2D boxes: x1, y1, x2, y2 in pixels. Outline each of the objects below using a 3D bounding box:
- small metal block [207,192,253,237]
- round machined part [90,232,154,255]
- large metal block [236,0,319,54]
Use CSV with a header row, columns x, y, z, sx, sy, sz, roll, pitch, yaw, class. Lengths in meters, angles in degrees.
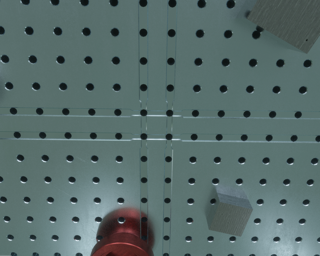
x,y,z,sx,sy,sz,roll,pitch,yaw,class
0.103,0.129,0.462,0.050,0.025,0.050,14,110,-6,small metal block
-0.057,0.202,0.478,0.099,0.042,0.097,0,110,0,round machined part
0.147,-0.141,0.349,0.080,0.050,0.080,26,108,-10,large metal block
